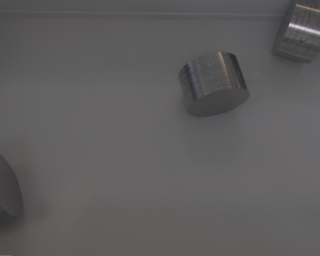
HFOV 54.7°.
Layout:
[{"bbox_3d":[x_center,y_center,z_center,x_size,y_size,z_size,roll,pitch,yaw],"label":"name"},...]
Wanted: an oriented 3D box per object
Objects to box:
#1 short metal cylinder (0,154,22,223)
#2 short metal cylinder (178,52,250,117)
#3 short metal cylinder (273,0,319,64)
[{"bbox_3d":[-0.201,0.073,0.352,0.050,0.080,0.080,-22,72,-8],"label":"short metal cylinder"},{"bbox_3d":[0.068,-0.054,0.400,0.081,0.080,0.050,-11,71,-4],"label":"short metal cylinder"},{"bbox_3d":[0.198,-0.135,0.431,0.050,0.080,0.080,19,71,7],"label":"short metal cylinder"}]
